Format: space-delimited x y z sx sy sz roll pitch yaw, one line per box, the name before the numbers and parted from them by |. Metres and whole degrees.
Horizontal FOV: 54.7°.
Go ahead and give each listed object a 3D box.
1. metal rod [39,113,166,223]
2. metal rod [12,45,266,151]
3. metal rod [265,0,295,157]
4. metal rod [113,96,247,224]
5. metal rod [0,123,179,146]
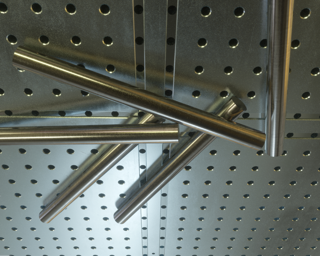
metal rod | -0.100 0.068 0.468 0.025 0.025 0.299 34 122 -26
metal rod | -0.016 -0.031 0.364 0.302 0.025 0.025 19 128 -9
metal rod | 0.132 -0.079 0.346 0.025 0.025 0.298 -9 130 7
metal rod | 0.014 0.063 0.465 0.025 0.025 0.298 28 125 -22
metal rod | -0.126 0.009 0.398 0.302 0.025 0.025 -1 131 8
